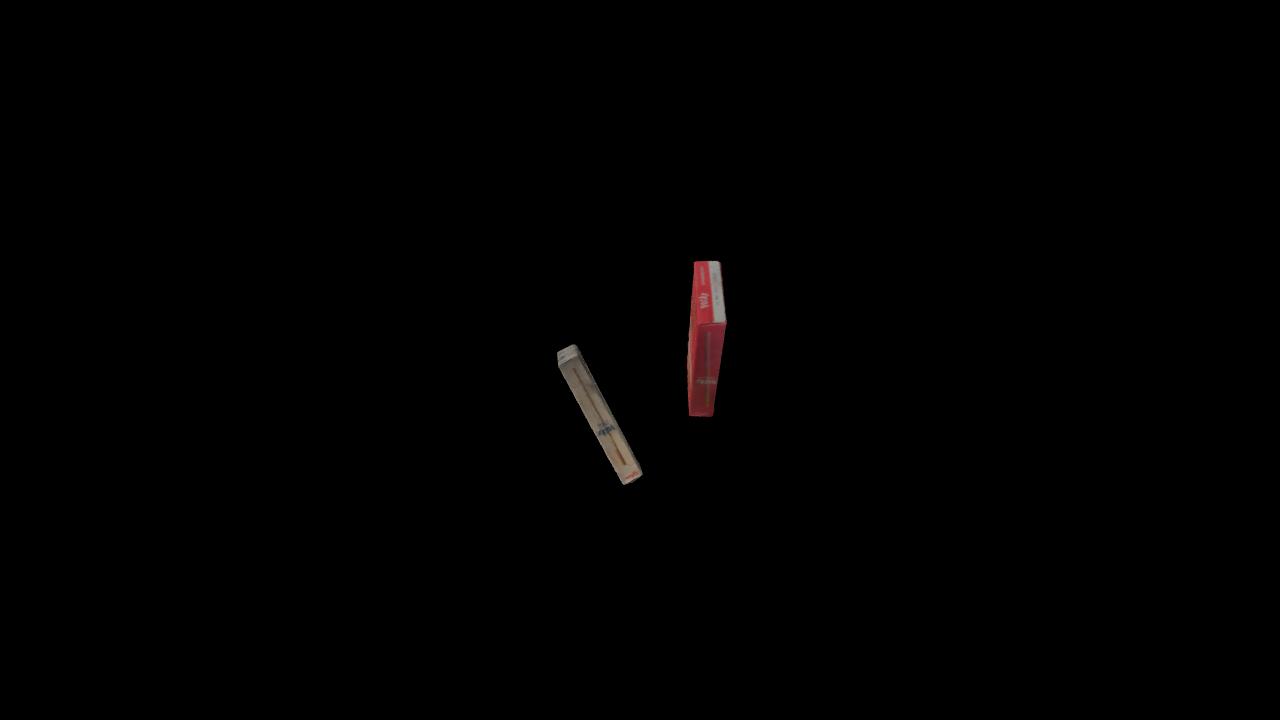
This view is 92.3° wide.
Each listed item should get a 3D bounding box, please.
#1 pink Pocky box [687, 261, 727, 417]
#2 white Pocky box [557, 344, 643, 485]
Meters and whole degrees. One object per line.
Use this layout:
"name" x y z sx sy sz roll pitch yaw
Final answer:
"pink Pocky box" 0.066 -0.017 0.631 0.029 0.084 0.155 0 -38 2
"white Pocky box" -0.047 0.059 0.693 0.028 0.154 0.084 -28 13 -4
